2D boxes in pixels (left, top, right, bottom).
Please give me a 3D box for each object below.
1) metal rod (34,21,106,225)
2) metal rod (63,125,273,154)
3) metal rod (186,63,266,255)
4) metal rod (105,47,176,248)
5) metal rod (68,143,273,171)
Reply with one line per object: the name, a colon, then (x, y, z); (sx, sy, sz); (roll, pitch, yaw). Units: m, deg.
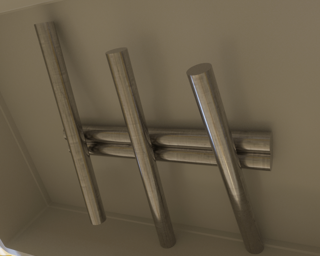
metal rod: (-0.123, 0.005, 0.442); (0.025, 0.025, 0.298); (-1, 110, 28)
metal rod: (-0.008, 0.012, 0.418); (0.301, 0.025, 0.025); (2, 119, 26)
metal rod: (0.088, 0.063, 0.370); (0.025, 0.025, 0.299); (-4, 125, 30)
metal rod: (-0.018, 0.044, 0.410); (0.025, 0.025, 0.298); (1, 119, 27)
metal rod: (-0.004, 0.033, 0.429); (0.301, 0.025, 0.025); (2, 119, 26)
